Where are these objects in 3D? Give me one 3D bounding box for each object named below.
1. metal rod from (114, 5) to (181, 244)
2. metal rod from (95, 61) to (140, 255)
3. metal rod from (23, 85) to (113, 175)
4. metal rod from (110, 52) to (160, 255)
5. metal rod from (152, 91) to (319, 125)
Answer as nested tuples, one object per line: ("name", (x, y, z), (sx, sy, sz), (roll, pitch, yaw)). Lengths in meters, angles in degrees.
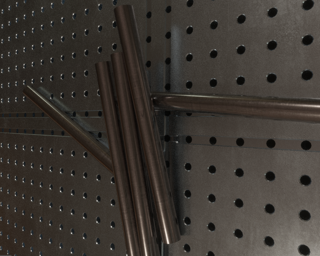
("metal rod", (-0.015, -0.003, 0.392), (0.025, 0.025, 0.298), (-10, 92, 39))
("metal rod", (-0.053, 0.057, 0.430), (0.025, 0.025, 0.298), (-10, 90, 39))
("metal rod", (-0.159, -0.006, 0.537), (0.300, 0.025, 0.025), (34, 111, 34))
("metal rod", (-0.031, 0.050, 0.411), (0.025, 0.025, 0.298), (-8, 92, 39))
("metal rod", (0.051, -0.029, 0.365), (0.300, 0.025, 0.025), (8, 95, 39))
